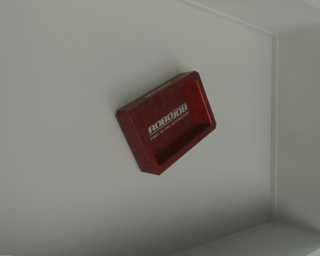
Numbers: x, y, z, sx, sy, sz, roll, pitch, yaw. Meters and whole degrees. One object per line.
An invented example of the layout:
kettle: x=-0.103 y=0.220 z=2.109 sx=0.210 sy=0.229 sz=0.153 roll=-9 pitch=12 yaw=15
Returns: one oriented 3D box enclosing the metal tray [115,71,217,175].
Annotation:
metal tray: x=0.014 y=-0.010 z=0.410 sx=0.131 sy=0.030 sz=0.090 roll=-35 pitch=112 yaw=-35
